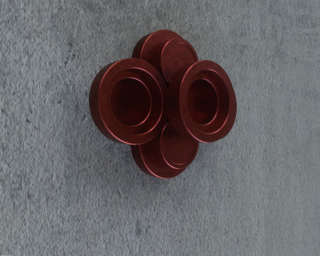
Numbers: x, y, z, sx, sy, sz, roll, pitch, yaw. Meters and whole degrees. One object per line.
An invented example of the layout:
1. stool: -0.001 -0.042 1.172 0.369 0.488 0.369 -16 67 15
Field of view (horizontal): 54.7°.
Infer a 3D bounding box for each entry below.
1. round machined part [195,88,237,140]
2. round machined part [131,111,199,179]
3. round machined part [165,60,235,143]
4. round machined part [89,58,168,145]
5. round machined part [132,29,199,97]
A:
1. round machined part: 0.065 -0.031 0.452 0.099 0.042 0.097 0 90 -40
2. round machined part: 0.013 0.018 0.408 0.099 0.042 0.097 0 90 -40
3. round machined part: 0.045 -0.031 0.380 0.099 0.042 0.097 -1 91 -40
4. round machined part: -0.039 -0.030 0.364 0.099 0.042 0.097 0 90 -40
5. round machined part: 0.014 -0.081 0.409 0.099 0.042 0.097 0 90 -40
